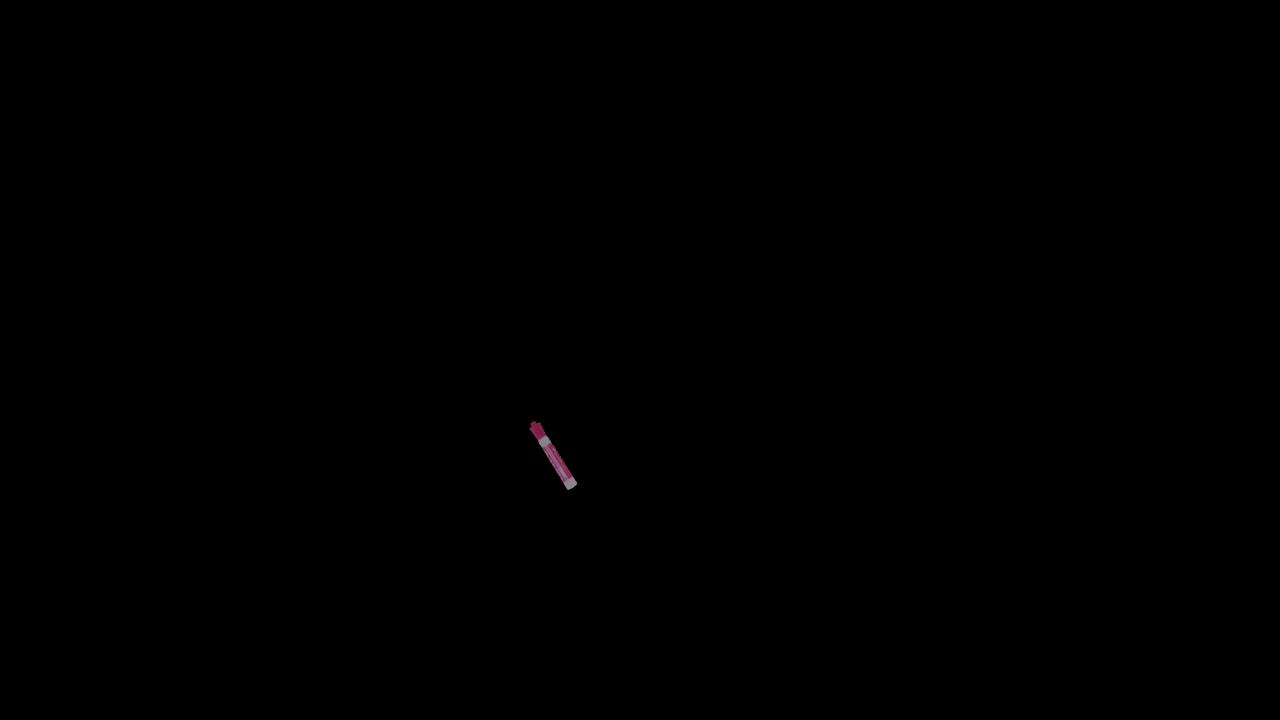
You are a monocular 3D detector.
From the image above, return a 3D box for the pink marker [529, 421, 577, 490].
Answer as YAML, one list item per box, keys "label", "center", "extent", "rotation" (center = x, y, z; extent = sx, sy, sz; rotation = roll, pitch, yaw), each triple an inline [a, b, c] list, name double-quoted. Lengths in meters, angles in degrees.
- label: "pink marker"
  center: [-0.138, 0.149, 0.969]
  extent: [0.020, 0.121, 0.020]
  rotation: [-31, 4, 3]
